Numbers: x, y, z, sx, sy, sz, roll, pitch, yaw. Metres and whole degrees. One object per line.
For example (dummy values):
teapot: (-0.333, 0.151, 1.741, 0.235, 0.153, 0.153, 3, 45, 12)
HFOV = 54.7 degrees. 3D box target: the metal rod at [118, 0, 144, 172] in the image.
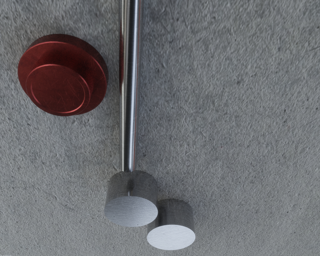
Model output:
metal rod: (-0.035, -0.058, 0.357, 0.025, 0.025, 0.298, 3, 130, -3)

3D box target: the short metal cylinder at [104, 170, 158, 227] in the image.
short metal cylinder: (-0.044, 0.111, 0.485, 0.081, 0.050, 0.079, 0, 130, 0)

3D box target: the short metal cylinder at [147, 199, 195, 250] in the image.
short metal cylinder: (0.019, 0.167, 0.533, 0.081, 0.050, 0.079, 0, 130, 0)

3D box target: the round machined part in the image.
round machined part: (-0.110, -0.052, 0.350, 0.099, 0.042, 0.097, -1, 130, 0)
